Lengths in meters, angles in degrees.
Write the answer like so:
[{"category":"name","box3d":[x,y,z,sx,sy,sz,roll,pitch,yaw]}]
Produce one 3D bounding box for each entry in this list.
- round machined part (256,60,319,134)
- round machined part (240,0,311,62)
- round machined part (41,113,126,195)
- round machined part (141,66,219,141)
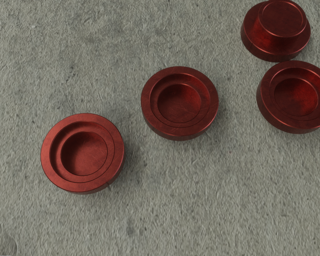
[{"category":"round machined part","box3d":[0.178,-0.037,0.414,0.099,0.042,0.098,0,70,0]},{"category":"round machined part","box3d":[0.172,-0.149,0.455,0.099,0.042,0.098,0,70,0]},{"category":"round machined part","box3d":[-0.092,0.034,0.386,0.099,0.042,0.098,0,70,0]},{"category":"round machined part","box3d":[0.025,-0.029,0.410,0.099,0.042,0.098,0,70,0]}]
